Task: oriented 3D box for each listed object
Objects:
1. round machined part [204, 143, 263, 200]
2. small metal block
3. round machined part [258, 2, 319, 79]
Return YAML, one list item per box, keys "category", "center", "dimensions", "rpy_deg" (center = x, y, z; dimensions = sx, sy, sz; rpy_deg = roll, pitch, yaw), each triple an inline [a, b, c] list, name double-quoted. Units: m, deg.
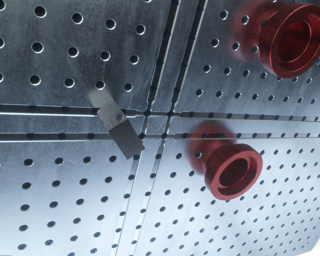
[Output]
- category: "round machined part"
  center: [0.114, 0.066, 0.503]
  dimensions: [0.099, 0.042, 0.097]
  rpy_deg: [-14, 124, -21]
- category: "small metal block"
  center: [-0.047, 0.002, 0.370]
  dimensions: [0.025, 0.050, 0.050]
  rpy_deg: [-33, 129, -7]
- category: "round machined part"
  center: [0.175, -0.120, 0.421]
  dimensions: [0.099, 0.042, 0.097]
  rpy_deg: [-14, 124, -21]
